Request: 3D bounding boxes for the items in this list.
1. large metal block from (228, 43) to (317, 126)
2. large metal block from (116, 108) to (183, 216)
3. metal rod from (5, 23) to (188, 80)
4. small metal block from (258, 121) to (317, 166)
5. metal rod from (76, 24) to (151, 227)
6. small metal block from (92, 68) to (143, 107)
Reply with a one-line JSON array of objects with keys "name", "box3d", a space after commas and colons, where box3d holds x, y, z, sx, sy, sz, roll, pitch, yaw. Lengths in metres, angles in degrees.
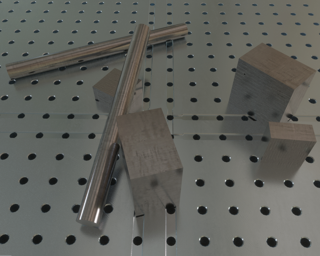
[{"name": "large metal block", "box3d": [0.147, -0.054, 0.418, 0.050, 0.080, 0.080, -36, 59, -26]}, {"name": "large metal block", "box3d": [-0.013, 0.038, 0.340, 0.050, 0.080, 0.080, -11, 51, -9]}, {"name": "metal rod", "box3d": [-0.095, -0.131, 0.516, 0.302, 0.025, 0.025, -18, 52, -15]}, {"name": "small metal block", "box3d": [0.152, 0.020, 0.376, 0.050, 0.050, 0.025, 5, 50, 4]}, {"name": "metal rod", "box3d": [-0.051, -0.026, 0.402, 0.025, 0.025, 0.300, 7, 58, 6]}, {"name": "small metal block", "box3d": [-0.061, -0.056, 0.454, 0.050, 0.025, 0.050, 27, 55, 21]}]
